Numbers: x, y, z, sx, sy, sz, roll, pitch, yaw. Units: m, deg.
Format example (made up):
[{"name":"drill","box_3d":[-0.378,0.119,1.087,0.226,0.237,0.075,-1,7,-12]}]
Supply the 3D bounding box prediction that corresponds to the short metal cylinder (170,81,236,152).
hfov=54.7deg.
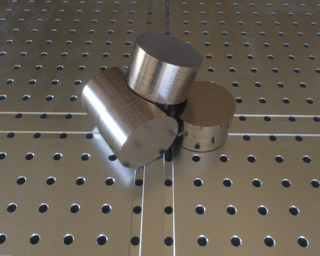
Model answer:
[{"name":"short metal cylinder","box_3d":[0.054,-0.016,0.404,0.081,0.050,0.080,0,50,0]}]

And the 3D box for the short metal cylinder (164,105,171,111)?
[{"name":"short metal cylinder","box_3d":[0.009,-0.067,0.447,0.081,0.050,0.080,0,50,0]}]

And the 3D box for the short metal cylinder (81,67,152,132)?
[{"name":"short metal cylinder","box_3d":[-0.053,-0.031,0.397,0.081,0.080,0.050,-27,56,-21]}]

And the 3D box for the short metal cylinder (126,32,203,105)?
[{"name":"short metal cylinder","box_3d":[0.004,-0.072,0.368,0.081,0.050,0.080,14,36,-10]}]

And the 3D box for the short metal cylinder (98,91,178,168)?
[{"name":"short metal cylinder","box_3d":[-0.026,0.002,0.370,0.081,0.080,0.050,-27,56,-21]}]
